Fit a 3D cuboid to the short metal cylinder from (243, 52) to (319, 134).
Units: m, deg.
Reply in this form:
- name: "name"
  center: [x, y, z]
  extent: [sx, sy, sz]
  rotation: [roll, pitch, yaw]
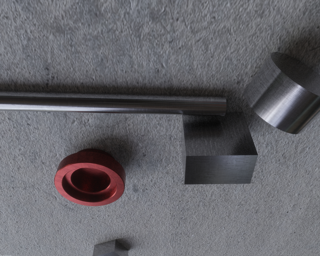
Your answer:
- name: "short metal cylinder"
  center: [0.141, -0.039, 0.340]
  extent: [0.081, 0.080, 0.050]
  rotation: [19, 128, -16]

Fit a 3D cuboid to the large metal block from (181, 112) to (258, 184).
- name: "large metal block"
  center: [0.070, 0.024, 0.393]
  extent: [0.081, 0.080, 0.050]
  rotation: [-1, 130, 0]

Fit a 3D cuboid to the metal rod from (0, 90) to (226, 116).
- name: "metal rod"
  center: [-0.071, -0.031, 0.379]
  extent: [0.302, 0.025, 0.025]
  rotation: [1, 130, -2]

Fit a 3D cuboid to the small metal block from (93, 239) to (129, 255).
- name: "small metal block"
  center: [-0.098, 0.252, 0.621]
  extent: [0.050, 0.025, 0.050]
  rotation: [-21, 127, 16]

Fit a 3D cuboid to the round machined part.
- name: "round machined part"
  center: [-0.099, 0.068, 0.453]
  extent: [0.099, 0.042, 0.097]
  rotation: [-1, 130, 0]
